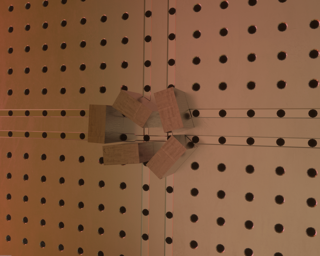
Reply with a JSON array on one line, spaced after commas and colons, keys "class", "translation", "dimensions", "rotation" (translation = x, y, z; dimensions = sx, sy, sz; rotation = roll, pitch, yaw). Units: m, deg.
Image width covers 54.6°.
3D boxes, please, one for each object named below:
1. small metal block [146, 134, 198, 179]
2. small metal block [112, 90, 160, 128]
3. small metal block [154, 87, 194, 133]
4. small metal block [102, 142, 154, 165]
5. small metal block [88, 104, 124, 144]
[{"class": "small metal block", "translation": [0.016, 0.035, 0.393], "dimensions": [0.025, 0.050, 0.050], "rotation": [44, 104, 15]}, {"class": "small metal block", "translation": [-0.026, -0.025, 0.409], "dimensions": [0.050, 0.050, 0.025], "rotation": [35, 102, 16]}, {"class": "small metal block", "translation": [0.019, -0.021, 0.392], "dimensions": [0.025, 0.050, 0.050], "rotation": [-17, 84, 19]}, {"class": "small metal block", "translation": [-0.041, 0.033, 0.414], "dimensions": [0.050, 0.050, 0.025], "rotation": [-5, 88, 20]}, {"class": "small metal block", "translation": [-0.073, -0.006, 0.426], "dimensions": [0.025, 0.050, 0.050], "rotation": [4, 92, 20]}]
